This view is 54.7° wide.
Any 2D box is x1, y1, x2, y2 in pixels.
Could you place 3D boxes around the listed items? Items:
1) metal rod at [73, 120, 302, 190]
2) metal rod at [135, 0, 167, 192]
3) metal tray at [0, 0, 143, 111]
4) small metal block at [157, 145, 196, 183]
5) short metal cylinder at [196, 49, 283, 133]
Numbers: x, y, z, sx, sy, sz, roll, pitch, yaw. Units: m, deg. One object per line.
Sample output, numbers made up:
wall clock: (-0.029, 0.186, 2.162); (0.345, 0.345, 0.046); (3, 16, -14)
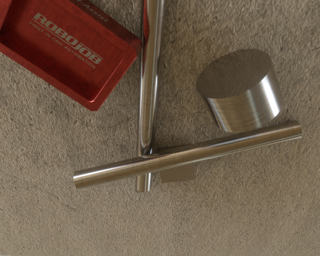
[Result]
metal rod: (0.035, 0.036, 0.413); (0.302, 0.025, 0.025); (-13, 129, 1)
metal rod: (-0.015, -0.023, 0.387); (0.025, 0.025, 0.298); (3, 130, -3)
metal tray: (-0.095, -0.087, 0.312); (0.130, 0.030, 0.090); (34, 123, -13)
small metal block: (0.024, 0.053, 0.452); (0.050, 0.025, 0.050); (-7, 130, 5)
short metal cylinder: (0.086, -0.041, 0.337); (0.080, 0.080, 0.050); (-21, 127, 17)
